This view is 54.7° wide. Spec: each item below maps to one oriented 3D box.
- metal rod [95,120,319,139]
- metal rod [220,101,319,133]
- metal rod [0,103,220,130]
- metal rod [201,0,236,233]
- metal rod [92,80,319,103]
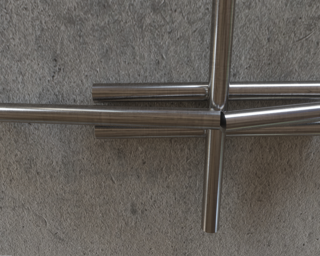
[{"bbox_3d":[0.067,0.000,0.411,0.302,0.025,0.025,-1,110,-1],"label":"metal rod"},{"bbox_3d":[0.220,-0.023,0.379,0.302,0.025,0.025,-6,111,-9],"label":"metal rod"},{"bbox_3d":[-0.080,-0.015,0.377,0.302,0.025,0.025,2,111,9],"label":"metal rod"},{"bbox_3d":[0.070,0.001,0.386,0.025,0.025,0.298,0,110,0],"label":"metal rod"},{"bbox_3d":[0.067,-0.046,0.394,0.302,0.025,0.025,-1,110,-1],"label":"metal rod"}]
